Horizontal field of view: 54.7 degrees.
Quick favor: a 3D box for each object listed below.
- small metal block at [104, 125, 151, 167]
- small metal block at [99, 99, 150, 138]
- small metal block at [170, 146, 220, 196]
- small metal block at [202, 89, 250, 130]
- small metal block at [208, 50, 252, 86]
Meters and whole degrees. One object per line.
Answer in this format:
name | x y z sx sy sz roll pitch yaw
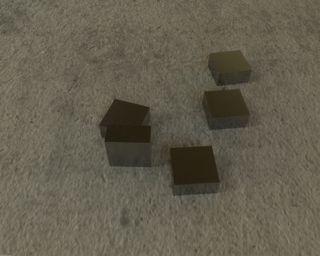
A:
small metal block | -0.036 0.022 0.368 0.050 0.050 0.025 1 50 0
small metal block | -0.045 -0.007 0.409 0.050 0.025 0.050 14 51 11
small metal block | 0.039 0.049 0.362 0.050 0.025 0.050 -3 50 -3
small metal block | 0.089 -0.026 0.426 0.050 0.025 0.050 -5 50 -5
small metal block | 0.108 -0.094 0.484 0.050 0.025 0.050 -8 51 -7
